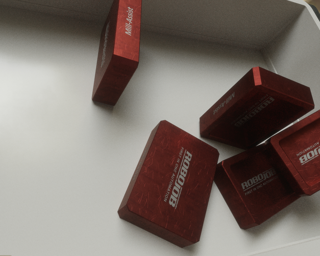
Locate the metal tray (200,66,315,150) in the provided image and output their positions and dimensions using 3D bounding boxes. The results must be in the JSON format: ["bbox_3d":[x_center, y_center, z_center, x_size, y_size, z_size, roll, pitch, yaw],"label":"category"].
[{"bbox_3d":[0.124,-0.019,0.419,0.091,0.129,0.030,16,55,-19],"label":"metal tray"}]

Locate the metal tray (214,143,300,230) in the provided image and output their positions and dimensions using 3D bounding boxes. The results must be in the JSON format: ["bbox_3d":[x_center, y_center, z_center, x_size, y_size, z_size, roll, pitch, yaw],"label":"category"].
[{"bbox_3d":[0.144,0.073,0.437,0.131,0.030,0.090,-16,70,-35],"label":"metal tray"}]

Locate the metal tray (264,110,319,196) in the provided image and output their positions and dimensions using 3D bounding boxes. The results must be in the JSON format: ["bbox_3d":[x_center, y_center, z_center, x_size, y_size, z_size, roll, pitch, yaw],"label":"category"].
[{"bbox_3d":[0.227,0.025,0.430,0.131,0.030,0.090,-29,75,-4],"label":"metal tray"}]

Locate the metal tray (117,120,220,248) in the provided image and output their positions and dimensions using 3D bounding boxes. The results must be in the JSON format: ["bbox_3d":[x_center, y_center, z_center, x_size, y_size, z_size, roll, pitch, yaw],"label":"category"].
[{"bbox_3d":[0.016,0.063,0.374,0.090,0.030,0.130,30,52,-10],"label":"metal tray"}]

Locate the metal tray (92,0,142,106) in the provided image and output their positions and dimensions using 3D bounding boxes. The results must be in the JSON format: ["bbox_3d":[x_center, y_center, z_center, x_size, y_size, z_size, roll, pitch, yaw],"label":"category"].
[{"bbox_3d":[-0.055,-0.105,0.399,0.030,0.090,0.130,14,56,-21],"label":"metal tray"}]
